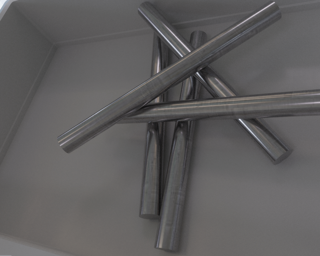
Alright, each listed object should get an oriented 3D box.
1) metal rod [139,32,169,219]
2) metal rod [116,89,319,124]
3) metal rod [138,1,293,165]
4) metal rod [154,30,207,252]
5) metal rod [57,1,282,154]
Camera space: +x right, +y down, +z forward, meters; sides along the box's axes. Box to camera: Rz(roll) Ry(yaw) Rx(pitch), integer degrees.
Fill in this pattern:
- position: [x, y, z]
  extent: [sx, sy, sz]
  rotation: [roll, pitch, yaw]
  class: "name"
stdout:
- position: [-0.004, -0.029, 0.425]
  extent: [0.025, 0.025, 0.299]
  rotation: [-11, 57, 22]
  class: "metal rod"
- position: [0.058, -0.021, 0.346]
  extent: [0.300, 0.025, 0.025]
  rotation: [-2, 61, 32]
  class: "metal rod"
- position: [0.053, -0.075, 0.396]
  extent: [0.025, 0.025, 0.300]
  rotation: [-37, 60, 3]
  class: "metal rod"
- position: [0.032, -0.004, 0.391]
  extent: [0.025, 0.025, 0.300]
  rotation: [-3, 60, 26]
  class: "metal rod"
- position: [0.009, -0.059, 0.374]
  extent: [0.301, 0.025, 0.025]
  rotation: [-32, 52, 3]
  class: "metal rod"
